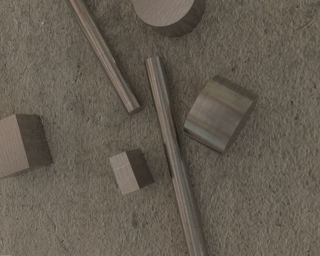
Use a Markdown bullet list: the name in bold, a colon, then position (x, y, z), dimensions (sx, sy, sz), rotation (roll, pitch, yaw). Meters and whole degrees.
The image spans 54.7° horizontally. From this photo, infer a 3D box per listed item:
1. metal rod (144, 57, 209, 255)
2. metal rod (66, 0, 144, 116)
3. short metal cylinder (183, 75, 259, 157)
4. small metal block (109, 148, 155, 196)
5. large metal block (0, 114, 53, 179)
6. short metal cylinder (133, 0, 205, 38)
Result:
- **metal rod**: position (0.024, 0.055, 0.400), dimensions (0.025, 0.025, 0.298), rotation (-14, 85, 19)
- **metal rod**: position (-0.104, -0.152, 0.445), dimensions (0.025, 0.025, 0.299), rotation (-32, 80, 17)
- **short metal cylinder**: position (0.070, -0.014, 0.355), dimensions (0.050, 0.080, 0.080), rotation (32, 100, 17)
- **small metal block**: position (-0.036, 0.056, 0.408), dimensions (0.025, 0.050, 0.050), rotation (-24, 82, 18)
- **large metal block**: position (-0.222, 0.030, 0.474), dimensions (0.080, 0.050, 0.080), rotation (-19, 84, 19)
- **short metal cylinder**: position (0.013, -0.161, 0.391), dimensions (0.080, 0.050, 0.080), rotation (0, 90, 20)
